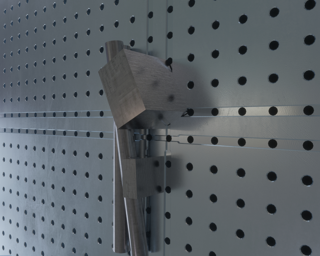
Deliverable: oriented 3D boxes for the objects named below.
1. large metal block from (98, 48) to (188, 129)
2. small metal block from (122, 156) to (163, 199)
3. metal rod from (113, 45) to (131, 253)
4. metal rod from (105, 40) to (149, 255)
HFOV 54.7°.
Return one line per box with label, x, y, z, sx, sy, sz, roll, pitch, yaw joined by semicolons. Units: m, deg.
large metal block;-0.020;-0.045;0.390;0.050;0.081;0.080;-32;70;35
small metal block;-0.023;0.064;0.412;0.025;0.050;0.050;-4;87;40
metal rod;-0.056;0.030;0.455;0.025;0.025;0.298;0;90;40
metal rod;-0.046;0.030;0.430;0.025;0.025;0.298;-6;91;40
